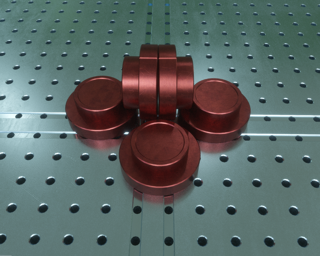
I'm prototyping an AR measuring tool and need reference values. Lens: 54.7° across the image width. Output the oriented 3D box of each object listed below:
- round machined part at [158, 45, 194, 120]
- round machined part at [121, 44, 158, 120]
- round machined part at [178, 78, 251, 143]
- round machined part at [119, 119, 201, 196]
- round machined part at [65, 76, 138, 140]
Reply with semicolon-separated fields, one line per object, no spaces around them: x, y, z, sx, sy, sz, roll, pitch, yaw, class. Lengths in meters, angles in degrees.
0.019;-0.058;0.402;0.042;0.097;0.098;-1;50;-1;round machined part
-0.024;-0.058;0.401;0.042;0.097;0.098;1;50;1;round machined part
0.074;-0.031;0.422;0.099;0.042;0.098;0;50;0;round machined part
0.000;0.028;0.373;0.099;0.042;0.098;0;50;0;round machined part
-0.080;-0.034;0.424;0.099;0.042;0.098;0;50;0;round machined part
